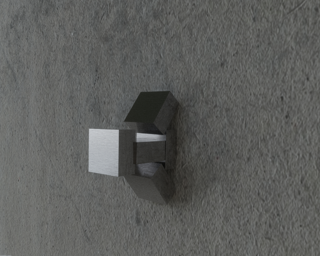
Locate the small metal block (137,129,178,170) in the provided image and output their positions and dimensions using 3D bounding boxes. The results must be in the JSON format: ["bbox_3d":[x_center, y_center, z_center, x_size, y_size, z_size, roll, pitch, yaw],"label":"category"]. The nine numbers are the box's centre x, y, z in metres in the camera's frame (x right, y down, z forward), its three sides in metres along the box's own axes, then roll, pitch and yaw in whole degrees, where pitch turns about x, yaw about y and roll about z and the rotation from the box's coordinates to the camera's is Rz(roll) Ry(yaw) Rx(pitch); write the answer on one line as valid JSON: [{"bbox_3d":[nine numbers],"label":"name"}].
[{"bbox_3d":[-0.004,0.026,0.409,0.050,0.025,0.050,3,92,39],"label":"small metal block"}]

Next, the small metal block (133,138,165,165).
[{"bbox_3d":[-0.029,0.027,0.379,0.050,0.050,0.025,3,92,39],"label":"small metal block"}]

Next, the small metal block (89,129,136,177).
[{"bbox_3d":[-0.055,0.026,0.352,0.050,0.025,0.050,1,91,39],"label":"small metal block"}]

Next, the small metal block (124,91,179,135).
[{"bbox_3d":[-0.011,-0.020,0.398,0.050,0.025,0.050,4,56,40],"label":"small metal block"}]

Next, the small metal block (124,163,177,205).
[{"bbox_3d":[-0.014,0.069,0.400,0.050,0.025,0.050,3,133,39],"label":"small metal block"}]
